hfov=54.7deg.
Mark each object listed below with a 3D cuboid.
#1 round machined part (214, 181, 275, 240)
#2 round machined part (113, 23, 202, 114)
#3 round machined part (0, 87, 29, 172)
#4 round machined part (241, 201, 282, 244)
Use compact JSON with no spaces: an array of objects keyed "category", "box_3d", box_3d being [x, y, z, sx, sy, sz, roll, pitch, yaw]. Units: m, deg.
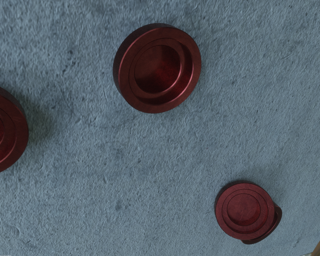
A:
[{"category":"round machined part","box_3d":[0.143,0.139,0.539,0.099,0.042,0.097,0,92,3]},{"category":"round machined part","box_3d":[-0.006,-0.069,0.350,0.099,0.042,0.097,-14,124,-21]},{"category":"round machined part","box_3d":[-0.181,-0.002,0.296,0.099,0.042,0.097,-14,124,-21]},{"category":"round machined part","box_3d":[0.186,0.176,0.606,0.099,0.042,0.097,-14,124,-21]}]
